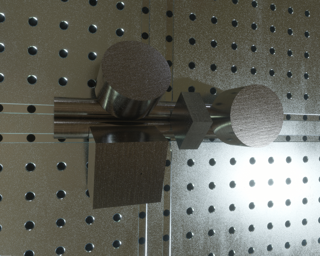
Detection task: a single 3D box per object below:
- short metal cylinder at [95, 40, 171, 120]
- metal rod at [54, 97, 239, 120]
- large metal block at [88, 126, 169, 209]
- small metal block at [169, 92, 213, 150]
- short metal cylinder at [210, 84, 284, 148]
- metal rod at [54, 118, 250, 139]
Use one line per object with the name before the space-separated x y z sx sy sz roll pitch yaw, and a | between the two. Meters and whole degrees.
short metal cylinder | -0.033 -0.056 0.368 0.081 0.050 0.080 8 63 -17
metal rod | 0.017 -0.023 0.416 0.303 0.025 0.025 1 90 -20
large metal block | -0.041 0.044 0.366 0.081 0.050 0.079 -1 111 -20
small metal block | 0.036 -0.009 0.379 0.025 0.050 0.050 1 48 -20
short metal cylinder | 0.114 -0.015 0.411 0.081 0.050 0.079 0 90 -20
metal rod | 0.017 0.002 0.416 0.303 0.025 0.025 1 90 -20
